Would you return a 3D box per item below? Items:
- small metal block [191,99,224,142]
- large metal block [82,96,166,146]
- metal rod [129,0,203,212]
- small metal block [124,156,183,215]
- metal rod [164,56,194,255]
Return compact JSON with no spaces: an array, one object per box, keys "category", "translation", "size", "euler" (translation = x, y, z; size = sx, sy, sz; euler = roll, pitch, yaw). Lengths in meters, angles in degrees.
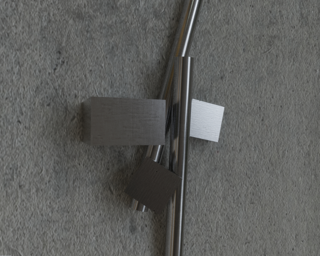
[{"category":"small metal block","translation":[0.057,-0.010,0.432],"size":[0.050,0.025,0.050],"euler":[13,86,-20]},{"category":"large metal block","translation":[-0.046,-0.007,0.364],"size":[0.081,0.080,0.050],"euler":[1,90,-20]},{"category":"metal rod","translation":[0.010,-0.039,0.413],"size":[0.025,0.025,0.299],"euler":[17,84,-20]},{"category":"small metal block","translation":[-0.008,0.069,0.377],"size":[0.050,0.025,0.050],"euler":[33,86,4]},{"category":"metal rod","translation":[0.023,0.060,0.403],"size":[0.025,0.025,0.298],"euler":[1,96,-20]}]
